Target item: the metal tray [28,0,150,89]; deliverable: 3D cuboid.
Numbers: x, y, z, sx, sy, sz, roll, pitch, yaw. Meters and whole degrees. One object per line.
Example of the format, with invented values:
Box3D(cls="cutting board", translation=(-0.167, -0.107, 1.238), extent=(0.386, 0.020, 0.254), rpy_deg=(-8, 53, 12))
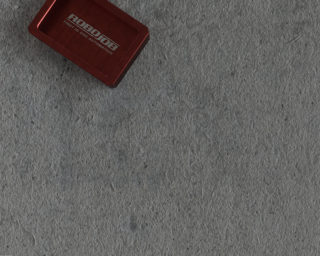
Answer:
Box3D(cls="metal tray", translation=(-0.090, -0.124, 0.406), extent=(0.130, 0.030, 0.090), rpy_deg=(34, 90, 0))
